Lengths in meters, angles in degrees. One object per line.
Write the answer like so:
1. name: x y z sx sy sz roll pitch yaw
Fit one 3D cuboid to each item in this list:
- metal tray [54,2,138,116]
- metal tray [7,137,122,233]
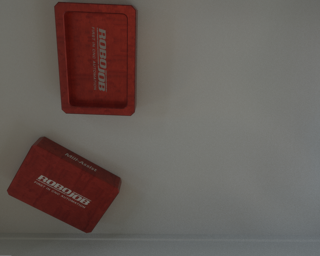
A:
1. metal tray: -0.074 -0.082 0.377 0.091 0.030 0.129 2 110 -1
2. metal tray: -0.133 0.082 0.438 0.130 0.030 0.090 31 107 -11
